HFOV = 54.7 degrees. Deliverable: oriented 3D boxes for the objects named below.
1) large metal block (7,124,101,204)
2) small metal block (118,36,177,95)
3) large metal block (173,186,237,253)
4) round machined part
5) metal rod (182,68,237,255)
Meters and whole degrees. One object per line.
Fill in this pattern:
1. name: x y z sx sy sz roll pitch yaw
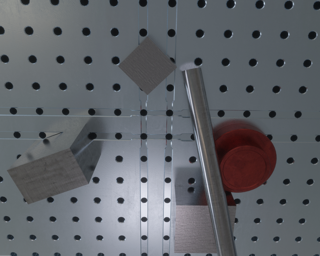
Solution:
1. large metal block: -0.131 0.044 0.399 0.080 0.080 0.050 -19 109 7
2. small metal block: -0.015 -0.078 0.384 0.050 0.025 0.050 -42 105 14
3. large metal block: 0.061 0.132 0.449 0.081 0.050 0.079 1 110 -1
4. round machined part: 0.110 0.047 0.423 0.099 0.042 0.097 0 110 0
5. metal rod: 0.069 0.073 0.397 0.025 0.025 0.298 -11 94 4
